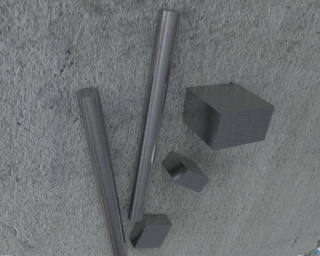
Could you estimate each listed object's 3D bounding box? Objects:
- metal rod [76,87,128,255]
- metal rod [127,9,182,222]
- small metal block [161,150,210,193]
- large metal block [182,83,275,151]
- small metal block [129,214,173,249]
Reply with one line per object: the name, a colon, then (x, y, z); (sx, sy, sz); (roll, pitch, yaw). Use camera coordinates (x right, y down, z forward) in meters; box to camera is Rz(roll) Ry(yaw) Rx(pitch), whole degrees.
metal rod: (-0.072, 0.085, 0.421); (0.025, 0.025, 0.298); (-17, 125, -19)
metal rod: (-0.013, 0.003, 0.403); (0.025, 0.025, 0.298); (-4, 121, -27)
small metal block: (0.037, 0.063, 0.452); (0.050, 0.050, 0.025); (29, 102, -38)
large metal block: (0.086, -0.019, 0.409); (0.081, 0.080, 0.050); (-9, 123, -24)
small metal block: (-0.015, 0.168, 0.504); (0.050, 0.025, 0.050); (12, 112, -34)
